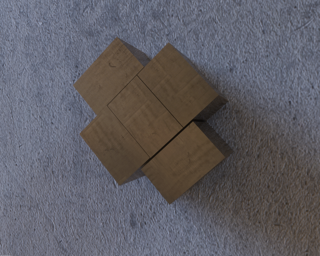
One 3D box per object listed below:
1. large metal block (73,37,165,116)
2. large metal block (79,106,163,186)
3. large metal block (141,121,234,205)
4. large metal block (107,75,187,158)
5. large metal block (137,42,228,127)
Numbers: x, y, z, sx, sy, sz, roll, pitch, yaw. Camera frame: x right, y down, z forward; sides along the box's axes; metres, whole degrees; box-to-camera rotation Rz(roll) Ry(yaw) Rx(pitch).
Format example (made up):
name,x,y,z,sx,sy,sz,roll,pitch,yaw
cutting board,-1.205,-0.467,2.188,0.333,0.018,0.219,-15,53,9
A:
name,x,y,z,sx,sy,sz,roll,pitch,yaw
large metal block,-0.048,-0.060,0.397,0.080,0.080,0.050,-44,77,14
large metal block,-0.040,0.020,0.395,0.050,0.080,0.080,-44,77,15
large metal block,0.036,0.038,0.368,0.080,0.080,0.050,-44,77,14
large metal block,-0.005,-0.013,0.382,0.050,0.080,0.080,-44,77,15
large metal block,0.031,-0.047,0.370,0.050,0.080,0.080,-44,77,15
